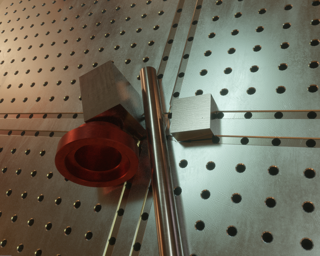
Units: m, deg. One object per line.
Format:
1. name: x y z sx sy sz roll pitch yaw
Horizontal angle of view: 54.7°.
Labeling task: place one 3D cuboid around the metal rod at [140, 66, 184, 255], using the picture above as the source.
1. metal rod: -0.001 0.039 0.383 0.025 0.025 0.299 -19 54 16

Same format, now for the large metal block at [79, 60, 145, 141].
1. large metal block: -0.062 -0.030 0.422 0.050 0.080 0.080 -26 53 12

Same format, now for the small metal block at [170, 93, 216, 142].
1. small metal block: 0.043 -0.013 0.393 0.050 0.025 0.050 -7 58 24

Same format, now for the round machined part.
1. round machined part: -0.075 0.029 0.383 0.098 0.098 0.042 -21 45 16
